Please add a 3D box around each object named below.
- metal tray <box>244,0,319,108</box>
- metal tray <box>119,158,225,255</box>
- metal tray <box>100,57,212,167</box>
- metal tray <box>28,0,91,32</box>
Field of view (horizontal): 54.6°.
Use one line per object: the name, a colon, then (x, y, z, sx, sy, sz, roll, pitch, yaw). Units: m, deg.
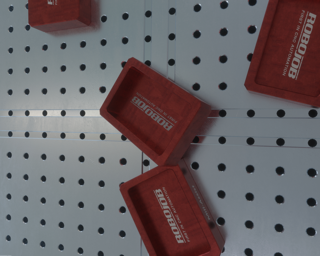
metal tray: (0.159, -0.095, 0.353, 0.090, 0.030, 0.129, 17, 96, 19)
metal tray: (0.014, 0.115, 0.405, 0.090, 0.030, 0.130, -29, 81, 17)
metal tray: (-0.011, -0.022, 0.396, 0.130, 0.030, 0.090, 38, 102, 31)
metal tray: (-0.152, -0.217, 0.464, 0.090, 0.030, 0.129, -1, 90, 20)
